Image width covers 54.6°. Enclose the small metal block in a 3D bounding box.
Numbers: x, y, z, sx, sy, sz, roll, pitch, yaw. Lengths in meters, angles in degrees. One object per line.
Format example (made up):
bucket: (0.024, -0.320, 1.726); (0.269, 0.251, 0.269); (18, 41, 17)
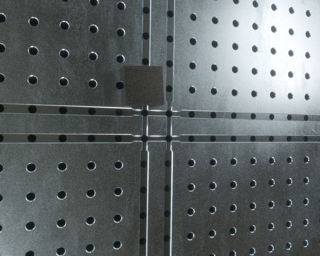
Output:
small metal block: (-0.024, -0.054, 0.404); (0.050, 0.025, 0.050); (-4, 91, -20)
